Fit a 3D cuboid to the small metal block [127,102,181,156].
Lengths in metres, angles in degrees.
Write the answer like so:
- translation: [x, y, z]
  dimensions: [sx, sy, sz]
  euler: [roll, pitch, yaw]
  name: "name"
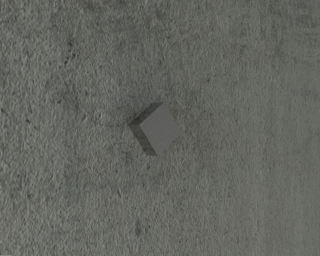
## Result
- translation: [-0.006, 0.001, 0.403]
  dimensions: [0.050, 0.025, 0.050]
  euler: [-44, 117, -31]
  name: "small metal block"
